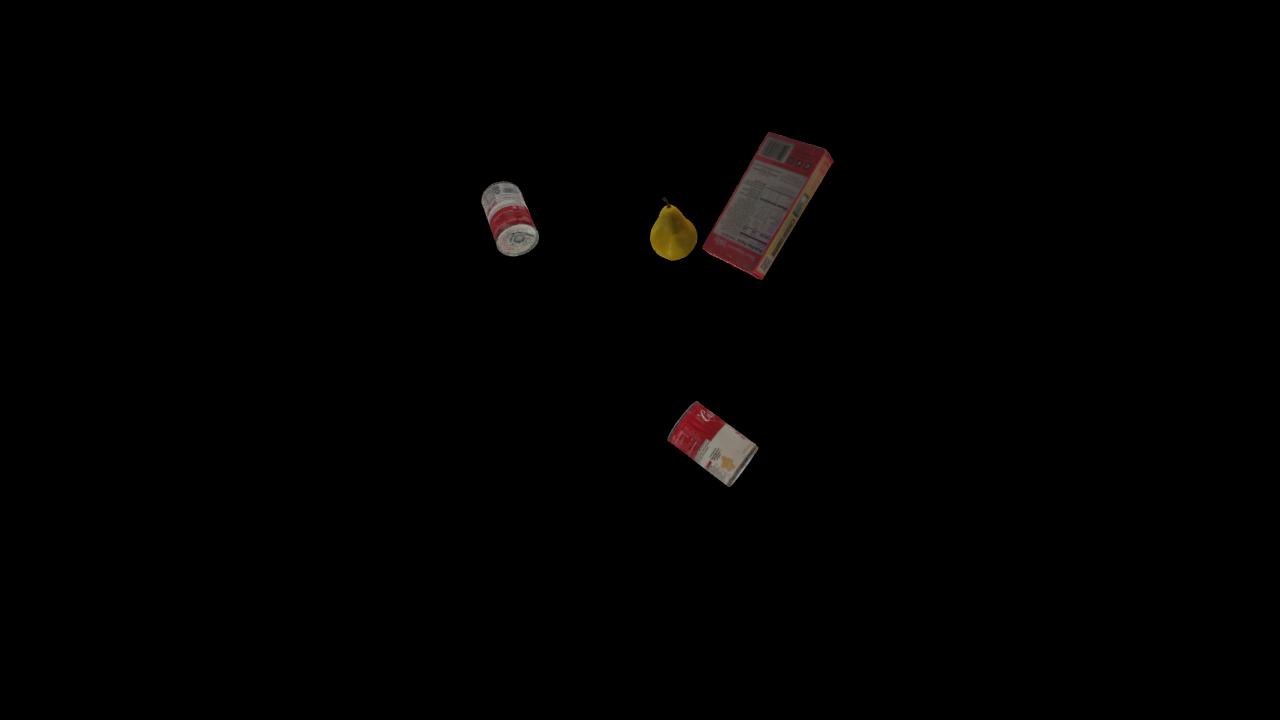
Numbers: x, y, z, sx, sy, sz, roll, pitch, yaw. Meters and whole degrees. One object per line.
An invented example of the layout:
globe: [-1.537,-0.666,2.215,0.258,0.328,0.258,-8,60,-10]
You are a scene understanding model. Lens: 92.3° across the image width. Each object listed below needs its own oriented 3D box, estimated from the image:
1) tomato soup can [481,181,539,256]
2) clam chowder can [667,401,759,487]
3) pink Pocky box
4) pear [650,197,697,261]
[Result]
tomato soup can: [-0.206,-0.222,0.966,0.068,0.101,0.068,-19,-29,-11]
clam chowder can: [0.096,0.111,0.811,0.102,0.068,0.068,37,12,16]
pink Pocky box: [0.144,-0.177,0.706,0.084,0.155,0.029,36,9,39]
pear: [0.056,-0.219,1.009,0.080,0.080,0.111,0,-35,-1]
